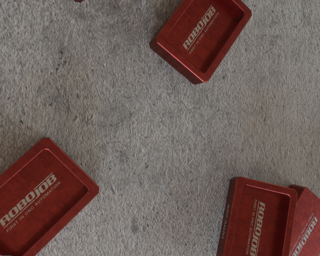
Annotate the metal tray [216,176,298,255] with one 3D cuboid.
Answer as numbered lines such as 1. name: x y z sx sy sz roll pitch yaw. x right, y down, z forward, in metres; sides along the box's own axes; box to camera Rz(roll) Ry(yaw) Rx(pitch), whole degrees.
1. metal tray: 0.136 0.141 0.436 0.091 0.030 0.130 14 78 -4

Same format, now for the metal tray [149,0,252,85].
1. metal tray: 0.058 -0.137 0.427 0.090 0.030 0.130 37 78 -16

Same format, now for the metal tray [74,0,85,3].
1. metal tray: -0.079 -0.228 0.376 0.130 0.030 0.090 -43 104 -15

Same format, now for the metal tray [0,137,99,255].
1. metal tray: -0.147 0.084 0.351 0.130 0.030 0.090 -45 104 -15

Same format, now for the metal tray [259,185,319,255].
1. metal tray: 0.213 0.167 0.485 0.090 0.030 0.130 40 77 -16
